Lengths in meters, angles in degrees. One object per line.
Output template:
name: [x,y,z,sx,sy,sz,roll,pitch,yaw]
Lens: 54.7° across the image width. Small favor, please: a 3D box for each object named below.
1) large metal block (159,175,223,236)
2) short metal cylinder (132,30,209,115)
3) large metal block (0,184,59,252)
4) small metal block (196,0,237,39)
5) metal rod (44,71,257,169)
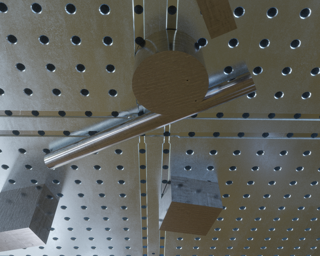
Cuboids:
large metal block: [0.047,0.128,0.505,0.081,0.050,0.079,10,129,-9]
short metal cylinder: [0.011,-0.061,0.344,0.081,0.050,0.079,0,130,0]
large metal block: [-0.220,0.142,0.494,0.080,0.080,0.050,-12,129,9]
small metal block: [0.049,-0.121,0.293,0.025,0.050,0.050,-20,128,16]
metal rod: [-0.025,-0.004,0.408,0.300,0.025,0.025,-21,127,16]
